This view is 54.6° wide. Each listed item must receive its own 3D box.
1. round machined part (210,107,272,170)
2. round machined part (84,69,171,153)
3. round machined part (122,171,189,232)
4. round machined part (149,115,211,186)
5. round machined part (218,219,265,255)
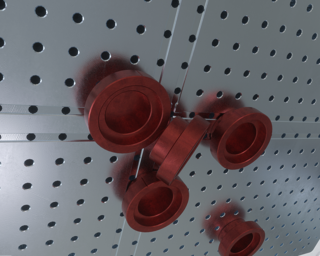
[{"bbox_3d":[0.117,0.012,0.470,0.099,0.042,0.097,-14,124,-21],"label":"round machined part"},{"bbox_3d":[-0.040,-0.022,0.364,0.099,0.042,0.097,-14,124,-21],"label":"round machined part"},{"bbox_3d":[-0.010,0.102,0.457,0.099,0.042,0.097,-14,124,-21],"label":"round machined part"},{"bbox_3d":[0.022,0.023,0.404,0.098,0.042,0.098,-54,170,-13],"label":"round machined part"},{"bbox_3d":[0.158,0.223,0.624,0.099,0.042,0.097,-14,124,-21],"label":"round machined part"}]
